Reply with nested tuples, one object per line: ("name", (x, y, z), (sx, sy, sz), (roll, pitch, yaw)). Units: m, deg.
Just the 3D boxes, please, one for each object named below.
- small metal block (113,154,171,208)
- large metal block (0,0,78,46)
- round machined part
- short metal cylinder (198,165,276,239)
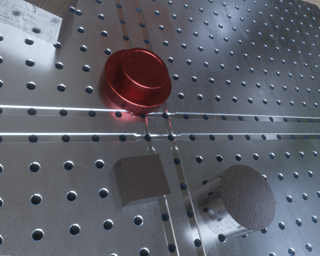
("small metal block", (-0.021, 0.060, 0.360), (0.050, 0.025, 0.050), (-4, 64, -30))
("large metal block", (-0.159, -0.168, 0.409), (0.080, 0.050, 0.080), (22, 53, -15))
("round machined part", (-0.027, -0.071, 0.425), (0.099, 0.042, 0.098), (14, 56, -21))
("short metal cylinder", (0.095, 0.092, 0.387), (0.081, 0.050, 0.080), (14, 56, -21))
